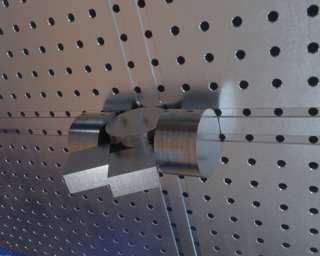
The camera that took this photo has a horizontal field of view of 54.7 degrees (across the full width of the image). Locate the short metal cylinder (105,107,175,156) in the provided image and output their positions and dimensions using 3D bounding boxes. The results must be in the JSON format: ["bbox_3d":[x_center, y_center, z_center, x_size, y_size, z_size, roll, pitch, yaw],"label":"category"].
[{"bbox_3d":[-0.024,0.012,0.396,0.080,0.080,0.050,1,119,27],"label":"short metal cylinder"}]

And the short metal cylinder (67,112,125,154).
[{"bbox_3d":[-0.080,0.018,0.428,0.050,0.080,0.080,1,119,28],"label":"short metal cylinder"}]

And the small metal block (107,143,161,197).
[{"bbox_3d":[-0.028,0.045,0.338,0.050,0.050,0.025,-13,115,0],"label":"small metal block"}]

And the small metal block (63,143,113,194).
[{"bbox_3d":[-0.080,0.046,0.360,0.050,0.050,0.025,-14,115,-1],"label":"small metal block"}]

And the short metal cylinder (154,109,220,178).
[{"bbox_3d":[0.035,0.017,0.367,0.050,0.080,0.080,1,119,29],"label":"short metal cylinder"}]
